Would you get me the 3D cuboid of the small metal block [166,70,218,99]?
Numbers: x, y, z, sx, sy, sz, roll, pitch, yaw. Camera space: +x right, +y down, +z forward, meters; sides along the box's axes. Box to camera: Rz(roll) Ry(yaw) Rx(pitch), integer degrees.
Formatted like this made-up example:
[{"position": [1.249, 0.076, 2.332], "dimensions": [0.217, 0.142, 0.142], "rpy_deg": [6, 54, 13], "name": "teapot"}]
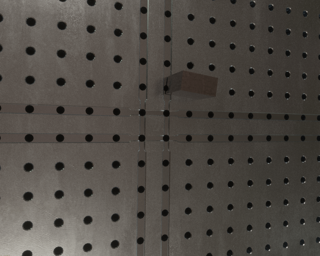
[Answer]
[{"position": [0.042, -0.056, 0.416], "dimensions": [0.050, 0.050, 0.025], "rpy_deg": [8, 88, -20], "name": "small metal block"}]
